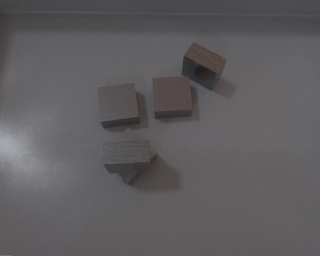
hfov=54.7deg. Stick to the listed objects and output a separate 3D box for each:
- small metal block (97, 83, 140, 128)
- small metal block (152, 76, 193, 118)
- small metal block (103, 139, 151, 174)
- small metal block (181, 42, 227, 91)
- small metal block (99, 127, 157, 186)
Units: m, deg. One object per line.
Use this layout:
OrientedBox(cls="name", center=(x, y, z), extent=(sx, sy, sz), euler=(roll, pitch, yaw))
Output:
OrientedBox(cls="small metal block", center=(-0.056, -0.030, 0.420), extent=(0.050, 0.025, 0.050), euler=(-8, 70, -3))
OrientedBox(cls="small metal block", center=(0.016, -0.042, 0.425), extent=(0.050, 0.025, 0.050), euler=(-3, 70, -1))
OrientedBox(cls="small metal block", center=(-0.036, 0.034, 0.357), extent=(0.050, 0.050, 0.025), euler=(-3, 70, -1))
OrientedBox(cls="small metal block", center=(0.059, -0.084, 0.427), extent=(0.050, 0.050, 0.025), euler=(31, 73, 10))
OrientedBox(cls="small metal block", center=(-0.039, 0.036, 0.396), extent=(0.050, 0.025, 0.050), euler=(42, 75, 13))
